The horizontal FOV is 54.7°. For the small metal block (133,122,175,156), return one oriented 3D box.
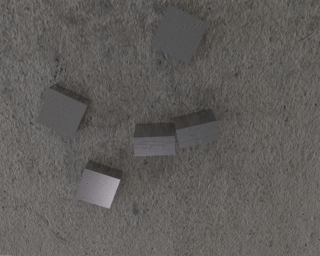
[{"bbox_3d":[-0.007,0.014,0.401,0.050,0.050,0.025,-2,110,1],"label":"small metal block"}]

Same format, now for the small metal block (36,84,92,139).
[{"bbox_3d":[-0.124,-0.022,0.400,0.050,0.025,0.050,25,108,-9],"label":"small metal block"}]

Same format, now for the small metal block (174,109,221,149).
[{"bbox_3d":[0.046,0.000,0.397,0.050,0.050,0.025,-13,110,5],"label":"small metal block"}]

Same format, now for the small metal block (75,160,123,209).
[{"bbox_3d":[-0.086,0.080,0.438,0.050,0.025,0.050,19,109,-7],"label":"small metal block"}]

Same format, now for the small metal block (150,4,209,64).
[{"bbox_3d":[0.022,-0.112,0.369,0.050,0.025,0.050,23,108,-9],"label":"small metal block"}]
